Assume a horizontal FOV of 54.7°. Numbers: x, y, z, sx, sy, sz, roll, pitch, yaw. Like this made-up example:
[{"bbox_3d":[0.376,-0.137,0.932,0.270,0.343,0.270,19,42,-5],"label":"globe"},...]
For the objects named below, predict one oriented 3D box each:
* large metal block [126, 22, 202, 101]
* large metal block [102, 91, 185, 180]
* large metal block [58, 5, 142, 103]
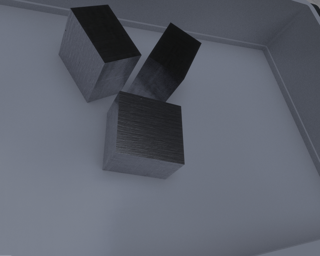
[{"bbox_3d":[0.005,-0.081,0.422,0.050,0.080,0.080,32,52,-8],"label":"large metal block"},{"bbox_3d":[-0.020,0.010,0.372,0.081,0.050,0.080,12,57,-22],"label":"large metal block"},{"bbox_3d":[-0.078,-0.091,0.384,0.050,0.080,0.080,-23,74,-36],"label":"large metal block"}]
